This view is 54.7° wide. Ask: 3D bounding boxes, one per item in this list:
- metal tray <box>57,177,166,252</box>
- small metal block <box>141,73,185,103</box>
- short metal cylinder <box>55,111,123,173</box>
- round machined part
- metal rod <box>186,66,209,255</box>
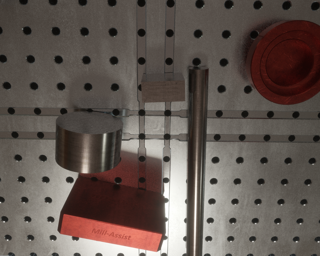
[{"bbox_3d":[-0.059,0.114,0.419,0.131,0.090,0.030,13,110,-5],"label":"metal tray"},{"bbox_3d":[0.004,-0.051,0.382,0.050,0.050,0.025,-2,110,0],"label":"small metal block"},{"bbox_3d":[-0.089,0.015,0.389,0.081,0.080,0.050,7,110,-3],"label":"short metal cylinder"},{"bbox_3d":[0.154,-0.081,0.377,0.099,0.042,0.097,0,110,-1],"label":"round machined part"},{"bbox_3d":[0.051,0.065,0.438,0.025,0.025,0.298,-1,110,0],"label":"metal rod"}]
